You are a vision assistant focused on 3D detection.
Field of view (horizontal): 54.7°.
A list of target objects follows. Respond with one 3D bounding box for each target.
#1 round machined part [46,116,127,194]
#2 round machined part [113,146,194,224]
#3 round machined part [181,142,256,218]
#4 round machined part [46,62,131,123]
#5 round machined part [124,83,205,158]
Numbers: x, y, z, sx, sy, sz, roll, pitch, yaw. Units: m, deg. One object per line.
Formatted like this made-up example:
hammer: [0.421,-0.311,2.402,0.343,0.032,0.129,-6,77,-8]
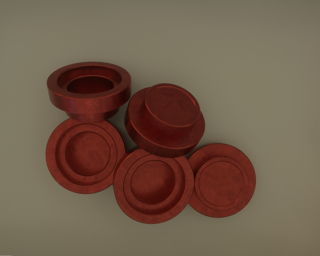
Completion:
round machined part: [-0.091,0.032,0.399,0.099,0.042,0.097,0,90,-1]
round machined part: [-0.010,0.066,0.390,0.099,0.042,0.097,-2,96,-13]
round machined part: [0.076,0.068,0.402,0.099,0.042,0.097,0,90,-1]
round machined part: [-0.085,-0.043,0.382,0.099,0.098,0.042,3,126,-1]
round machined part: [0.010,-0.016,0.374,0.099,0.042,0.098,11,49,-13]
